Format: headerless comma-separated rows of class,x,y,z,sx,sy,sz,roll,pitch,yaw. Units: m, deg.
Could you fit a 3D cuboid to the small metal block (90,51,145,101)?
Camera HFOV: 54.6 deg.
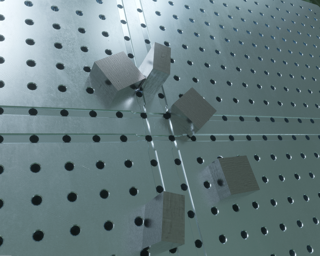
small metal block,-0.057,-0.071,0.420,0.050,0.025,0.050,-33,80,-38

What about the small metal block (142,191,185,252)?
small metal block,0.004,0.101,0.332,0.025,0.050,0.050,16,55,-19

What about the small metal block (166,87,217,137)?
small metal block,0.045,-0.023,0.446,0.050,0.025,0.050,45,51,3

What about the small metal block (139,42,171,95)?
small metal block,-0.007,-0.083,0.438,0.025,0.050,0.050,16,56,-20

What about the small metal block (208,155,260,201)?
small metal block,0.100,0.067,0.420,0.050,0.025,0.050,-2,63,-29
